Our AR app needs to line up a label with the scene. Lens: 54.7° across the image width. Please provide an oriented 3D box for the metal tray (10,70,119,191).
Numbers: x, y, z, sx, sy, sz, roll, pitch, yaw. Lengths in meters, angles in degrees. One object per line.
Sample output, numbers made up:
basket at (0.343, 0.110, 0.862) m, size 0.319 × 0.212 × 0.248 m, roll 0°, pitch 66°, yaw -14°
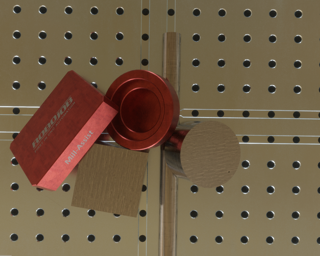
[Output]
metal tray at (-0.121, 0.001, 0.385) m, size 0.130 × 0.030 × 0.090 m, roll -52°, pitch 52°, yaw 0°

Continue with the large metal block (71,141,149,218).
large metal block at (-0.061, 0.062, 0.400) m, size 0.080 × 0.050 × 0.080 m, roll 10°, pitch 90°, yaw 0°

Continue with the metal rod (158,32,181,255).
metal rod at (0.013, 0.024, 0.414) m, size 0.025 × 0.025 × 0.298 m, roll 1°, pitch 90°, yaw 0°

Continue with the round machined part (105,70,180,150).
round machined part at (-0.020, -0.022, 0.392) m, size 0.098 × 0.042 × 0.097 m, roll 0°, pitch 89°, yaw 25°

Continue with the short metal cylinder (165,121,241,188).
short metal cylinder at (0.052, 0.031, 0.388) m, size 0.081 × 0.050 × 0.079 m, roll 0°, pitch 90°, yaw -20°
